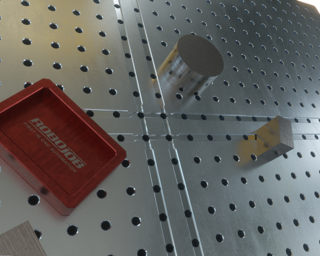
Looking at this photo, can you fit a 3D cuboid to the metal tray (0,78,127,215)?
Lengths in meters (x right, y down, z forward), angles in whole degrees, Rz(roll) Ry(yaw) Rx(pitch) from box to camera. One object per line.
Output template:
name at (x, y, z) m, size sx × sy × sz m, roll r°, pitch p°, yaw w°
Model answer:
metal tray at (-0.113, 0.017, 0.334) m, size 0.130 × 0.030 × 0.090 m, roll 43°, pitch 51°, yaw 1°

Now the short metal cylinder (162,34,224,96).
short metal cylinder at (0.051, -0.097, 0.481) m, size 0.081 × 0.050 × 0.080 m, roll 14°, pitch 56°, yaw -21°

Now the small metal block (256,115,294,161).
small metal block at (0.177, 0.017, 0.480) m, size 0.025 × 0.050 × 0.050 m, roll 22°, pitch 54°, yaw -16°

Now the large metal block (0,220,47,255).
large metal block at (-0.127, 0.134, 0.243) m, size 0.081 × 0.050 × 0.080 m, roll -25°, pitch 76°, yaw -37°
